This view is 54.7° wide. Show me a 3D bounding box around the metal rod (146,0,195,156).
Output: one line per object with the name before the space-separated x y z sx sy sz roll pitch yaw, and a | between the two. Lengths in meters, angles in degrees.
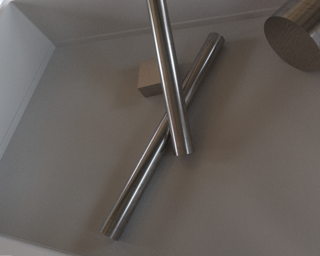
metal rod | 0.003 -0.115 0.386 0.025 0.025 0.298 -12 85 21

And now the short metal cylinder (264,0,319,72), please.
short metal cylinder | 0.167 -0.110 0.351 0.050 0.080 0.080 -43 51 -1

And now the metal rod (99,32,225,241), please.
metal rod | 0.011 -0.001 0.399 0.025 0.025 0.300 18 71 34

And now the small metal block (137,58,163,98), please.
small metal block | -0.003 -0.076 0.453 0.050 0.025 0.050 -10 57 22
